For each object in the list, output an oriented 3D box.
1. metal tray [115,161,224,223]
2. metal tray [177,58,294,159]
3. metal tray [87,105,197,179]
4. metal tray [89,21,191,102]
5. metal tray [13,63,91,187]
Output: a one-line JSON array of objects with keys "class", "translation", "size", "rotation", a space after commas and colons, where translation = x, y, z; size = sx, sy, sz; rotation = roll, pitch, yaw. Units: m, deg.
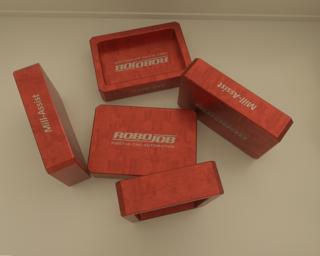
[{"class": "metal tray", "translation": [0.008, 0.072, 0.325], "size": [0.091, 0.130, 0.030], "rotation": [-12, 71, -5]}, {"class": "metal tray", "translation": [0.084, -0.020, 0.381], "size": [0.130, 0.090, 0.030], "rotation": [36, 75, 12]}, {"class": "metal tray", "translation": [-0.020, 0.020, 0.396], "size": [0.131, 0.030, 0.090], "rotation": [3, 70, 1]}, {"class": "metal tray", "translation": [-0.026, -0.095, 0.440], "size": [0.131, 0.030, 0.090], "rotation": [-12, 71, -5]}, {"class": "metal tray", "translation": [-0.127, -0.001, 0.372], "size": [0.030, 0.090, 0.130], "rotation": [-23, 72, -9]}]
